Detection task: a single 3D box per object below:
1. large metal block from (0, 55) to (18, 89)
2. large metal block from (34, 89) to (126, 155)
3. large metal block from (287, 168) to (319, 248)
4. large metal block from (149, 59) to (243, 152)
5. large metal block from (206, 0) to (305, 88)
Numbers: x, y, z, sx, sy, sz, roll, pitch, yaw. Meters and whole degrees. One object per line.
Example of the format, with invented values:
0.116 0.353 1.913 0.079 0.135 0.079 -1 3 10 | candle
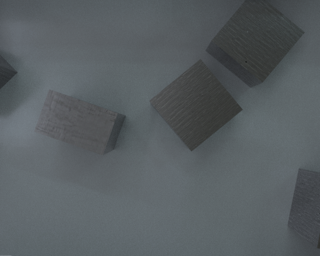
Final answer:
-0.240 -0.066 0.382 0.080 0.080 0.050 -44 90 0 | large metal block
-0.093 -0.007 0.383 0.080 0.080 0.050 19 90 0 | large metal block
0.208 0.100 0.385 0.050 0.080 0.080 11 90 0 | large metal block
0.044 -0.028 0.399 0.080 0.050 0.080 -40 90 0 | large metal block
0.119 -0.111 0.400 0.080 0.050 0.080 40 90 0 | large metal block
